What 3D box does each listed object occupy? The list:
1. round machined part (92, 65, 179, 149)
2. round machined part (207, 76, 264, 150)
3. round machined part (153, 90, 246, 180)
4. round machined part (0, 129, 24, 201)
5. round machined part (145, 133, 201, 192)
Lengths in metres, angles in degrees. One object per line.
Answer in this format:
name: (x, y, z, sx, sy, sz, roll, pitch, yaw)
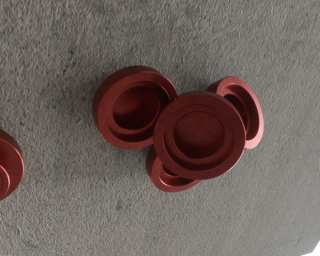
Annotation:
round machined part: (-0.031, -0.027, 0.362, 0.099, 0.042, 0.097, -14, 124, -21)
round machined part: (0.091, -0.016, 0.413, 0.099, 0.042, 0.098, 14, 66, -36)
round machined part: (0.044, 0.005, 0.349, 0.099, 0.042, 0.097, 2, 108, 7)
round machined part: (-0.194, 0.047, 0.319, 0.099, 0.042, 0.097, -14, 124, -21)
round machined part: (0.025, 0.039, 0.432, 0.099, 0.042, 0.097, -13, 126, -19)
